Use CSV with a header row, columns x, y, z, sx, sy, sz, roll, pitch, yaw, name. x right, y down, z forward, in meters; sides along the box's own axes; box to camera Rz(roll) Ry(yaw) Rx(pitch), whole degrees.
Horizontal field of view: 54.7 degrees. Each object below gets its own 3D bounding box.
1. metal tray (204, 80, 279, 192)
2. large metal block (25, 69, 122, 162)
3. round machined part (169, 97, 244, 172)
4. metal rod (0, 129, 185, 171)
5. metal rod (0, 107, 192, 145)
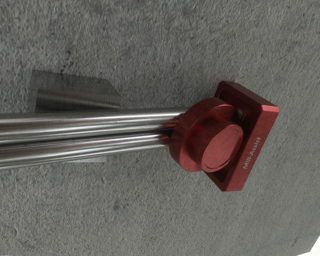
x,y,z,sx,sy,sz,roll,pitch,yaw,name
0.097,0.011,0.427,0.030,0.090,0.129,4,117,-31,metal tray
-0.095,-0.011,0.330,0.081,0.050,0.079,3,117,-30,large metal block
0.063,0.015,0.380,0.099,0.042,0.097,-23,133,-27,round machined part
-0.032,0.015,0.343,0.302,0.025,0.025,-5,122,-41,metal rod
-0.024,-0.009,0.333,0.302,0.025,0.025,-5,122,-41,metal rod
